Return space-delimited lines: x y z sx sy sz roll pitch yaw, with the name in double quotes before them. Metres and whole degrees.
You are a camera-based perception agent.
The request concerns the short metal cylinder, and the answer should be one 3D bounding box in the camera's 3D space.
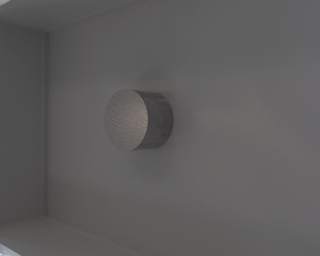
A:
"short metal cylinder" -0.029 -0.010 0.416 0.080 0.050 0.080 0 90 40
